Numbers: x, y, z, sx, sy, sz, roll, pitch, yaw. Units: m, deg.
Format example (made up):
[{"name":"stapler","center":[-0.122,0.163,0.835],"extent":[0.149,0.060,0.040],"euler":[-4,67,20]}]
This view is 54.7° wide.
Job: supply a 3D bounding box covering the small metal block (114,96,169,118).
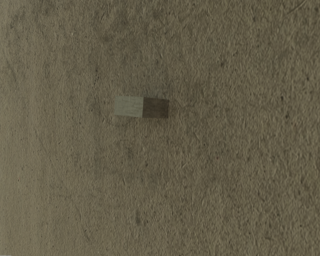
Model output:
[{"name":"small metal block","center":[-0.024,-0.027,0.407],"extent":[0.050,0.050,0.025],"euler":[7,95,39]}]
